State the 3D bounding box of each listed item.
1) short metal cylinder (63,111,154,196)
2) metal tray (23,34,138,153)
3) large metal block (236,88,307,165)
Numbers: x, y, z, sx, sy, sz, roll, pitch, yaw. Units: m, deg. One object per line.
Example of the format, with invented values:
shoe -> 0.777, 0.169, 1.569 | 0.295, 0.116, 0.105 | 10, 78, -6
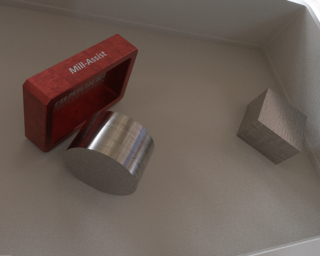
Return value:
short metal cylinder -> -0.052, 0.028, 0.326 | 0.080, 0.080, 0.050 | 31, 52, -9
metal tray -> -0.085, -0.040, 0.341 | 0.030, 0.089, 0.131 | 39, 50, 10
large metal block -> 0.178, -0.003, 0.490 | 0.080, 0.050, 0.080 | 36, 51, -5
